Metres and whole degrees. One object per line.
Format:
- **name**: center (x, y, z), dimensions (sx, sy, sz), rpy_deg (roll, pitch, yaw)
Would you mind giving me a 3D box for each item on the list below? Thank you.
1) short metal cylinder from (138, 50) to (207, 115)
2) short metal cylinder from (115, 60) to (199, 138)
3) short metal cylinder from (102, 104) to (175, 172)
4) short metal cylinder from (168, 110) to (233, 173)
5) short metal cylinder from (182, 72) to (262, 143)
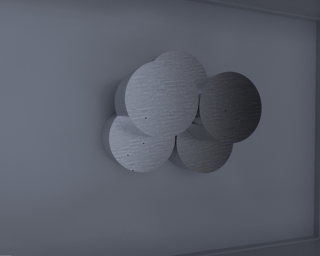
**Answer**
- **short metal cylinder**: center (0.014, -0.055, 0.401), dimensions (0.081, 0.050, 0.080), rpy_deg (0, 90, -20)
- **short metal cylinder**: center (-0.005, -0.030, 0.340), dimensions (0.081, 0.050, 0.080), rpy_deg (0, 90, -20)
- **short metal cylinder**: center (-0.028, 0.012, 0.385), dimensions (0.081, 0.050, 0.080), rpy_deg (0, 90, -20)
- **short metal cylinder**: center (0.049, 0.017, 0.413), dimensions (0.081, 0.050, 0.080), rpy_deg (0, 90, -20)
- **short metal cylinder**: center (0.071, -0.023, 0.367), dimensions (0.081, 0.050, 0.080), rpy_deg (0, 90, -20)
